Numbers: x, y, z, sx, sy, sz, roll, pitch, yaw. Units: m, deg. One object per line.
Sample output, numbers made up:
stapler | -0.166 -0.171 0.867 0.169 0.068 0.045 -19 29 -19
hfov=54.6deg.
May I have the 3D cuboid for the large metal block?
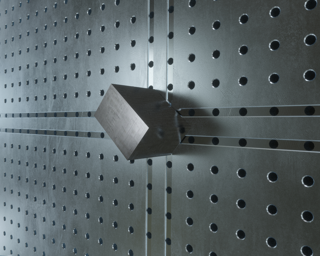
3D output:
large metal block | -0.022 -0.008 0.392 0.080 0.081 0.050 49 119 28
